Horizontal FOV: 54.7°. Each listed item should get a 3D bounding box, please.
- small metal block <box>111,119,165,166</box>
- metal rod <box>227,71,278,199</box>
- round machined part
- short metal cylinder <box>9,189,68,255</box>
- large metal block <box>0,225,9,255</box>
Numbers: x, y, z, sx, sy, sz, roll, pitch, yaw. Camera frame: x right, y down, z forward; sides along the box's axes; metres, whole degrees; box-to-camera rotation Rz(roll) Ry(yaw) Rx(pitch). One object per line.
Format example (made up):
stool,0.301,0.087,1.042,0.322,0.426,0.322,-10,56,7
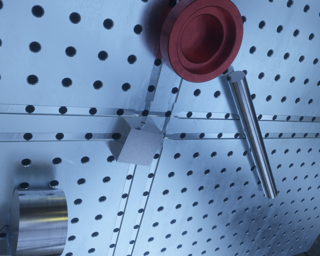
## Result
small metal block,-0.030,0.020,0.409,0.050,0.025,0.050,13,112,-34
metal rod,0.163,0.029,0.520,0.025,0.025,0.299,-35,129,-6
round machined part,0.044,-0.106,0.361,0.099,0.042,0.097,-14,125,-21
short metal cylinder,-0.146,0.113,0.367,0.050,0.080,0.079,6,116,-31
large metal block,-0.191,0.185,0.405,0.080,0.050,0.080,-46,130,4
